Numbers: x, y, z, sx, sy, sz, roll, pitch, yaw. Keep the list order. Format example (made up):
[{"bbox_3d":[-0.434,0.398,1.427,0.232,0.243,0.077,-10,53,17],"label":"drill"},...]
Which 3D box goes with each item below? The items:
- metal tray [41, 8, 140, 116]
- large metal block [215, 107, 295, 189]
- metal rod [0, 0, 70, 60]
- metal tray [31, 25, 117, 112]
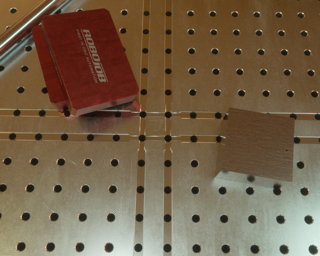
[{"bbox_3d":[-0.093,-0.089,0.411,0.091,0.030,0.129,-18,82,-24],"label":"metal tray"},{"bbox_3d":[0.118,0.026,0.390,0.080,0.050,0.080,10,70,3],"label":"large metal block"},{"bbox_3d":[-0.179,-0.178,0.474,0.025,0.025,0.301,38,74,12],"label":"metal rod"},{"bbox_3d":[-0.121,-0.097,0.443,0.091,0.030,0.130,-19,71,-7],"label":"metal tray"}]
